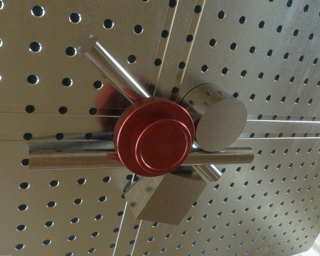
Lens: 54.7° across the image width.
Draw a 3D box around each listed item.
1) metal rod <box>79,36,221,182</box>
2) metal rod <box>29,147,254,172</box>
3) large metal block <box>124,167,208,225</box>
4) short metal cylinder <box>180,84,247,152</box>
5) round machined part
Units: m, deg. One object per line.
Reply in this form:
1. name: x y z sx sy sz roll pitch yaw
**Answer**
1. metal rod: 0.008 -0.004 0.415 0.025 0.025 0.300 -44 130 2
2. metal rod: -0.009 0.039 0.408 0.303 0.025 0.025 1 118 -21
3. large metal block: 0.008 0.091 0.454 0.080 0.050 0.080 22 107 -37
4. short metal cylinder: 0.071 -0.014 0.426 0.081 0.050 0.079 -14 125 -21
5. round machined part: -0.002 0.015 0.366 0.099 0.042 0.097 -8 113 -20
